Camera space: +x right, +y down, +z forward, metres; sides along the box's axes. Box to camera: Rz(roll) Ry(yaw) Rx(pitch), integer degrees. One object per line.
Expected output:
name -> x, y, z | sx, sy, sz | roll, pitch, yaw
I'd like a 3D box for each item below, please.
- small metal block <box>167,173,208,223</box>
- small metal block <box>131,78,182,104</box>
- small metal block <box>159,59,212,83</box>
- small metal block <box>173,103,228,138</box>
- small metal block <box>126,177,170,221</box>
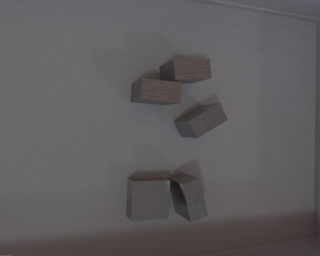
small metal block -> 0.036, 0.090, 0.410 | 0.025, 0.050, 0.050 | -15, 95, -19
small metal block -> -0.006, -0.045, 0.395 | 0.050, 0.050, 0.025 | 3, 89, -20
small metal block -> 0.032, -0.074, 0.409 | 0.050, 0.050, 0.025 | -6, 93, -20
small metal block -> 0.053, -0.010, 0.417 | 0.050, 0.050, 0.025 | -30, 100, -18
small metal block -> -0.016, 0.092, 0.405 | 0.050, 0.025, 0.050 | 2, 89, -20
